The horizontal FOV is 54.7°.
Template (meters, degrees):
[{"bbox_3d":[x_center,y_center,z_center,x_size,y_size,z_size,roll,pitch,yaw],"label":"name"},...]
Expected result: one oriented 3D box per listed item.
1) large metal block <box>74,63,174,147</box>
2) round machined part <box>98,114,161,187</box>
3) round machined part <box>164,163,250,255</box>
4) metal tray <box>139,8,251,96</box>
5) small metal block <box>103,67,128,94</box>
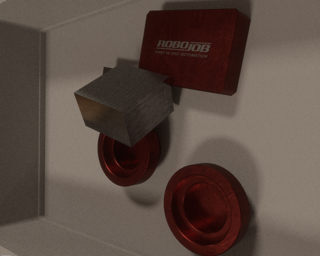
[{"bbox_3d":[-0.041,-0.032,0.378,0.080,0.080,0.050,22,138,33],"label":"large metal block"},{"bbox_3d":[-0.038,0.029,0.425,0.098,0.042,0.097,0,90,39],"label":"round machined part"},{"bbox_3d":[0.055,0.088,0.349,0.098,0.042,0.097,0,90,39],"label":"round machined part"},{"bbox_3d":[0.034,-0.093,0.374,0.130,0.030,0.089,16,100,38],"label":"metal tray"},{"bbox_3d":[-0.061,-0.060,0.454,0.050,0.025,0.050,17,101,38],"label":"small metal block"}]
